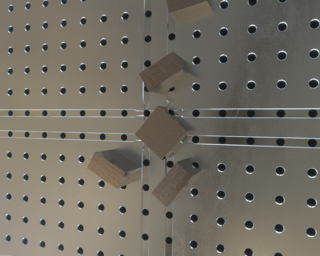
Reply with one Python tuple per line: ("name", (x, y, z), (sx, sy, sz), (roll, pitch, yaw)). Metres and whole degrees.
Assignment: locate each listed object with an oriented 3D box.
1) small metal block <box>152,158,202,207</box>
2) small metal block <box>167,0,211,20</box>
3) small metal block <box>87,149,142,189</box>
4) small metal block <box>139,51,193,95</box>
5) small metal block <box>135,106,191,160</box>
("small metal block", (0.022, 0.067, 0.392), (0.025, 0.050, 0.050), (41, 103, 15))
("small metal block", (0.034, -0.176, 0.401), (0.050, 0.025, 0.050), (-11, 86, 19))
("small metal block", (-0.061, 0.054, 0.421), (0.050, 0.050, 0.025), (31, 100, 17))
("small metal block", (0.009, -0.068, 0.397), (0.050, 0.050, 0.025), (-30, 80, 17))
("small metal block", (0.004, 0.006, 0.412), (0.050, 0.025, 0.050), (42, 103, 15))
